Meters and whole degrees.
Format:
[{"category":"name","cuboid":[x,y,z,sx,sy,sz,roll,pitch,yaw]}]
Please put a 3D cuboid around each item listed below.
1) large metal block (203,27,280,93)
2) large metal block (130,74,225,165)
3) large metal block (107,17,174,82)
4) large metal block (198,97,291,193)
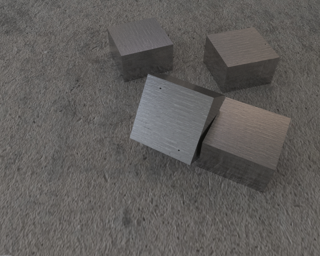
[{"category":"large metal block","cuboid":[0.121,-0.106,0.476,0.081,0.050,0.080,-12,51,-10]},{"category":"large metal block","cuboid":[0.020,-0.014,0.369,0.080,0.079,0.050,23,17,19]},{"category":"large metal block","cuboid":[-0.032,-0.126,0.492,0.081,0.050,0.080,-17,52,-14]},{"category":"large metal block","cuboid":[0.101,0.018,0.372,0.080,0.050,0.080,21,53,16]}]
